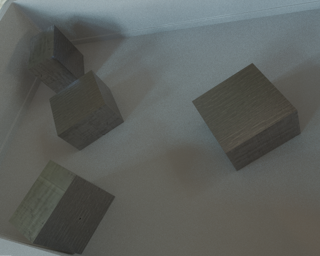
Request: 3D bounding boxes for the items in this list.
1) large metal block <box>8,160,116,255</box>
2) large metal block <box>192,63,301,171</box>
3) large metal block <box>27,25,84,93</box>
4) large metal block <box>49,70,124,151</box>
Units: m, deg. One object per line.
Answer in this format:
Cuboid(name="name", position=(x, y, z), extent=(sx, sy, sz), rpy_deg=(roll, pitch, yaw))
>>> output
Cuboid(name="large metal block", position=(-0.113, 0.096, 0.371), extent=(0.050, 0.080, 0.080), rpy_deg=(20, 72, 35))
Cuboid(name="large metal block", position=(0.095, -0.012, 0.347), extent=(0.080, 0.050, 0.080), rpy_deg=(-32, 52, 7))
Cuboid(name="large metal block", position=(-0.176, -0.114, 0.533), extent=(0.050, 0.080, 0.080), rpy_deg=(-23, 53, 14))
Cuboid(name="large metal block", position=(-0.111, -0.027, 0.465), extent=(0.080, 0.050, 0.080), rpy_deg=(-33, 51, 6))
